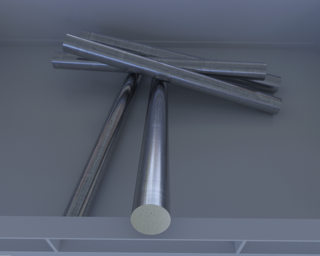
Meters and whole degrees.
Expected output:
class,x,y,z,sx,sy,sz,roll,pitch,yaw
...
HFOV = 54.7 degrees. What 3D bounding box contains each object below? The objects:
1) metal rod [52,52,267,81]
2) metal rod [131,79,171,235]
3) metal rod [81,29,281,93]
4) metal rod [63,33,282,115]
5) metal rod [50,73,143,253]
class,x,y,z,sx,sy,sz,roll,pitch,yaw
metal rod,-0.004,-0.089,0.445,0.302,0.025,0.025,4,50,4
metal rod,-0.003,-0.006,0.330,0.025,0.025,0.300,1,25,1
metal rod,0.029,-0.101,0.466,0.302,0.025,0.025,14,51,2
metal rod,0.020,-0.072,0.422,0.302,0.025,0.025,16,51,-4
metal rod,-0.064,0.006,0.398,0.025,0.025,0.300,10,51,8
